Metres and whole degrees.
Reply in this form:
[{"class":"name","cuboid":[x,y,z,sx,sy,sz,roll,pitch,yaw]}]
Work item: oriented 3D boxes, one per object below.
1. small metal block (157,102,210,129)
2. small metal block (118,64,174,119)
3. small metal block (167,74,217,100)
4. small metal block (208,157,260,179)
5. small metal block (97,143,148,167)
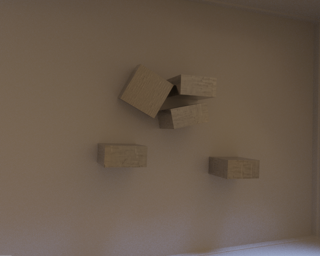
[{"class":"small metal block","cuboid":[0.030,-0.016,0.409,0.050,0.050,0.025,-12,94,-20]},{"class":"small metal block","cuboid":[-0.019,-0.047,0.401,0.050,0.025,0.050,31,88,-18]},{"class":"small metal block","cuboid":[0.040,-0.053,0.413,0.050,0.050,0.025,2,90,-21]},{"class":"small metal block","cuboid":[0.103,0.055,0.437,0.050,0.050,0.025,2,90,-20]},{"class":"small metal block","cuboid":[-0.047,0.033,0.381,0.050,0.050,0.025,2,90,-20]}]
